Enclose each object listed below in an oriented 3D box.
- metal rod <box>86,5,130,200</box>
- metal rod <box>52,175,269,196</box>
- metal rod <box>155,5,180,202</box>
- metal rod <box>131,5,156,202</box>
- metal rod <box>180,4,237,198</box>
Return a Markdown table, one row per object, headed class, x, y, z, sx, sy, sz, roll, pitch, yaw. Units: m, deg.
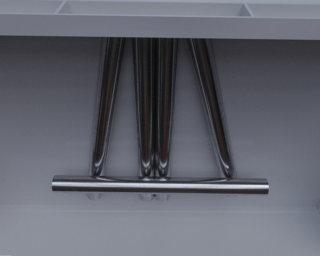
| class | x | y | z | sx | sy | sz | roll | pitch | yaw |
| --- | --- | --- | --- | --- | --- | --- | --- | --- | --- |
| metal rod | -0.074 | -0.006 | 0.402 | 0.025 | 0.025 | 0.298 | 9 | 130 | -8 |
| metal rod | 0.001 | 0.082 | 0.443 | 0.302 | 0.025 | 0.025 | 1 | 130 | -1 |
| metal rod | 0.006 | -0.004 | 0.404 | 0.025 | 0.025 | 0.298 | 0 | 130 | -1 |
| metal rod | -0.019 | -0.004 | 0.404 | 0.025 | 0.025 | 0.298 | 1 | 130 | -1 |
| metal rod | 0.074 | -0.009 | 0.401 | 0.025 | 0.025 | 0.299 | -12 | 129 | 10 |
